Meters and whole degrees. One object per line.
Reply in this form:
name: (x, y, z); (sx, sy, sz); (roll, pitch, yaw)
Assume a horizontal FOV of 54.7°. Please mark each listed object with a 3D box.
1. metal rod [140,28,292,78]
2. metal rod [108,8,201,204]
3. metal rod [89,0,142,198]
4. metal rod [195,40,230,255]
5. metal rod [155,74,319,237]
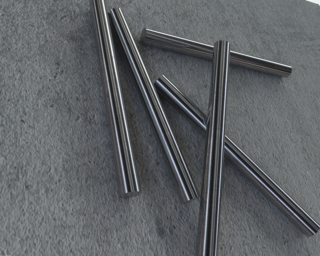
metal rod: (0.111, -0.126, 0.539); (0.302, 0.025, 0.025); (6, 59, -25)
metal rod: (-0.016, -0.044, 0.421); (0.025, 0.025, 0.299); (-9, 66, -32)
metal rod: (-0.063, -0.058, 0.404); (0.025, 0.025, 0.299); (1, 61, -28)
metal rod: (0.073, 0.009, 0.408); (0.025, 0.025, 0.299); (18, 64, -18)
metal rod: (0.105, 0.037, 0.437); (0.300, 0.025, 0.025); (44, 51, 2)
